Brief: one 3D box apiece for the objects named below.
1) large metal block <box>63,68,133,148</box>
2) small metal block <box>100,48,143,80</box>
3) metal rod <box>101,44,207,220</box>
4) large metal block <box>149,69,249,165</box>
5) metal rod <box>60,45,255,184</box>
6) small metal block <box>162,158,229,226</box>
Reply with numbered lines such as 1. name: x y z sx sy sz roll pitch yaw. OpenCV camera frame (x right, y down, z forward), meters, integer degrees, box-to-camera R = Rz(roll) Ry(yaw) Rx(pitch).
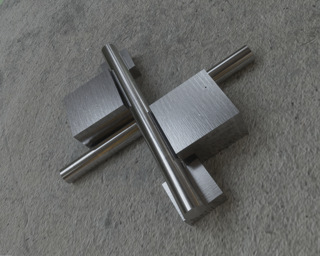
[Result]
1. large metal block: -0.084 -0.026 0.447 0.080 0.050 0.080 -32 52 7
2. small metal block: -0.063 -0.093 0.496 0.050 0.025 0.050 -32 52 7
3. metal rod: -0.023 -0.020 0.396 0.025 0.025 0.300 -34 51 6
4. large metal block: 0.046 -0.010 0.371 0.080 0.050 0.080 -34 51 6
5. metal rod: -0.007 -0.015 0.419 0.300 0.025 0.025 -34 52 6
6. small metal block: 0.038 0.071 0.343 0.050 0.025 0.050 -37 51 3
